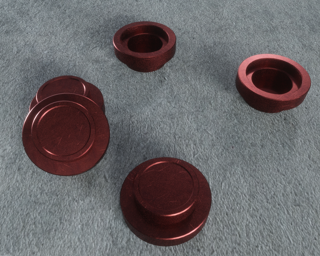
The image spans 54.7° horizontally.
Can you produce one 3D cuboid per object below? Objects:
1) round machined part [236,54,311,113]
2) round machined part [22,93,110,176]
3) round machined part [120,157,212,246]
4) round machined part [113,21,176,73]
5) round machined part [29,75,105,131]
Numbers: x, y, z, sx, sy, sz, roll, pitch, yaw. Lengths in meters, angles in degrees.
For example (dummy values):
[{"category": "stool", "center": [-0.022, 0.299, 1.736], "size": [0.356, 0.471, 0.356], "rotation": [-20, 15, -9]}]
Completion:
[{"category": "round machined part", "center": [0.157, -0.059, 0.443], "size": [0.099, 0.042, 0.098], "rotation": [0, 50, 0]}, {"category": "round machined part", "center": [-0.108, 0.006, 0.358], "size": [0.099, 0.042, 0.098], "rotation": [2, 80, -9]}, {"category": "round machined part", "center": [0.006, 0.071, 0.333], "size": [0.099, 0.042, 0.098], "rotation": [0, 50, 0]}, {"category": "round machined part", "center": [-0.024, -0.127, 0.498], "size": [0.099, 0.042, 0.098], "rotation": [0, 50, 0]}, {"category": "round machined part", "center": [-0.126, -0.034, 0.420], "size": [0.099, 0.042, 0.098], "rotation": [0, 50, 0]}]
